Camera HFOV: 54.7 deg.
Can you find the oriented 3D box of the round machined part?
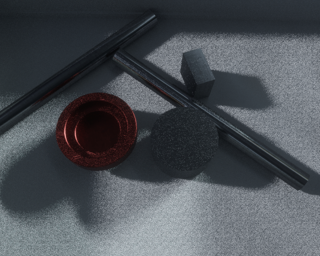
[{"bbox_3d":[-0.078,0.007,0.397,0.099,0.042,0.098,0,70,-1],"label":"round machined part"}]

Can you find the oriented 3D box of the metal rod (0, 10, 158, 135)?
[{"bbox_3d":[-0.125,-0.076,0.435,0.301,0.025,0.025,-39,75,-13],"label":"metal rod"}]

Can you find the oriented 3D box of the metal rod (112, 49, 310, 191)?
[{"bbox_3d":[0.059,-0.017,0.416,0.300,0.025,0.025,36,74,11],"label":"metal rod"}]

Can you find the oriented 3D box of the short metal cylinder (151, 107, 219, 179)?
[{"bbox_3d":[0.029,0.020,0.390,0.081,0.050,0.080,0,70,0],"label":"short metal cylinder"}]

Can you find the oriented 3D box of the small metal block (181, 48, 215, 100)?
[{"bbox_3d":[0.050,-0.072,0.423,0.025,0.050,0.050,-18,71,-7],"label":"small metal block"}]
